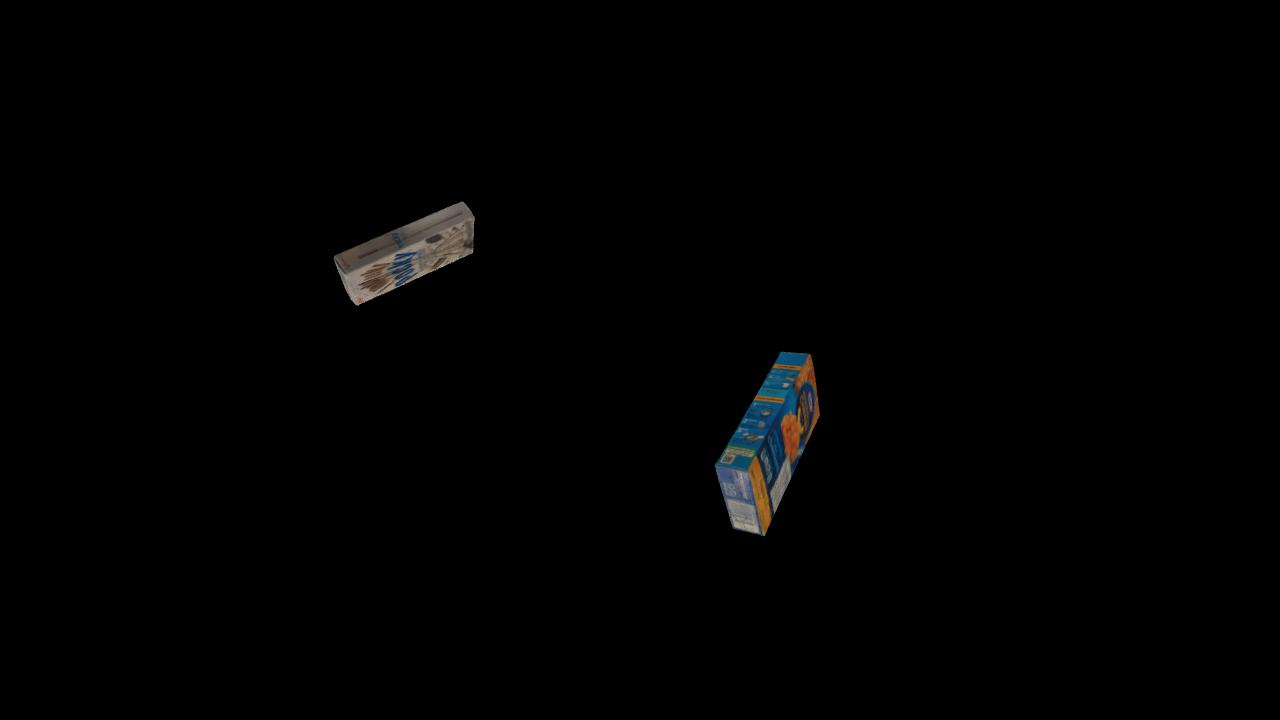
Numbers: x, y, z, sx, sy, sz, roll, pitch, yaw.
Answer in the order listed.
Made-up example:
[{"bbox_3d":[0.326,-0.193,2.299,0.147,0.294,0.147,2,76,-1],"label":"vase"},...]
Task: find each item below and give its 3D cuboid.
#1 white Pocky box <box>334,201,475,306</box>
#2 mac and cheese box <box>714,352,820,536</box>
[{"bbox_3d":[-0.263,-0.121,0.701,0.154,0.028,0.084,-32,-8,-24],"label":"white Pocky box"},{"bbox_3d":[0.138,0.081,0.638,0.041,0.093,0.184,5,39,34],"label":"mac and cheese box"}]
